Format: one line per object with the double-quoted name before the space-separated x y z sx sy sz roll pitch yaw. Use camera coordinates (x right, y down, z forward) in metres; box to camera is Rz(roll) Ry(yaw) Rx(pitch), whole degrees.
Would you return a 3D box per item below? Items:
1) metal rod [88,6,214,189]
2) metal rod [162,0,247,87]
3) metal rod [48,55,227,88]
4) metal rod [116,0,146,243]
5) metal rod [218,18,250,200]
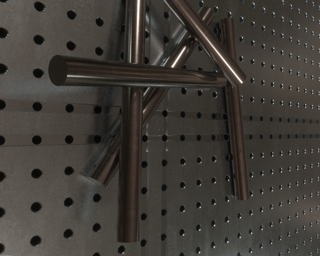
"metal rod" 0.000 -0.056 0.410 0.025 0.025 0.300 46 62 -31
"metal rod" 0.019 -0.166 0.402 0.300 0.025 0.025 44 63 -23
"metal rod" 0.006 -0.061 0.371 0.302 0.025 0.025 -9 97 -53
"metal rod" -0.032 -0.027 0.358 0.025 0.025 0.298 10 76 -40
"metal rod" 0.124 -0.028 0.515 0.025 0.025 0.298 -12 98 -40
